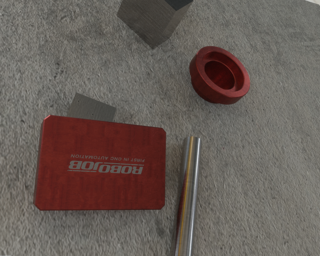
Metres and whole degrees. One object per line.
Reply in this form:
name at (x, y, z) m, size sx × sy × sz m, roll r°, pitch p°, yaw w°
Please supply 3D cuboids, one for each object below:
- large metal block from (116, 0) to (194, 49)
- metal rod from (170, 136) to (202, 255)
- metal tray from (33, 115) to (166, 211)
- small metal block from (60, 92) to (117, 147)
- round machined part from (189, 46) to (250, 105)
large metal block at (-0.010, -0.184, 0.475) m, size 0.080 × 0.080 × 0.050 m, roll 43°, pitch 51°, yaw 1°
metal rod at (0.023, 0.139, 0.330) m, size 0.025 × 0.025 × 0.300 m, roll 21°, pitch 54°, yaw -16°
metal tray at (-0.059, 0.040, 0.327) m, size 0.131 × 0.030 × 0.090 m, roll 7°, pitch 77°, yaw -25°
small metal block at (-0.084, -0.007, 0.363) m, size 0.050 × 0.025 × 0.050 m, roll 21°, pitch 54°, yaw -16°
round machined part at (0.089, -0.077, 0.488) m, size 0.099 × 0.042 × 0.098 m, roll 14°, pitch 56°, yaw -21°
